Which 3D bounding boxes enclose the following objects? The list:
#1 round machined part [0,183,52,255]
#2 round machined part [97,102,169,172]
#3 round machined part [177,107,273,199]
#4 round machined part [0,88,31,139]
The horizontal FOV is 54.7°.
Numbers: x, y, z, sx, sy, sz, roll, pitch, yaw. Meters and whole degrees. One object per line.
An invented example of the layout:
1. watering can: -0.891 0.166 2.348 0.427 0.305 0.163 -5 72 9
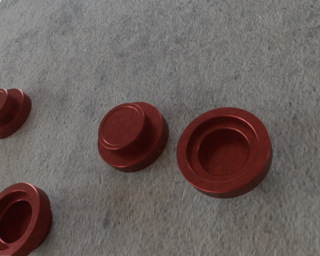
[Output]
1. round machined part: -0.184 0.126 0.410 0.098 0.042 0.098 -13 56 20
2. round machined part: -0.042 0.006 0.410 0.098 0.042 0.098 -13 56 20
3. round machined part: 0.071 0.029 0.337 0.098 0.042 0.098 -13 56 20
4. round machined part: -0.287 -0.032 0.560 0.098 0.042 0.098 -13 56 20
